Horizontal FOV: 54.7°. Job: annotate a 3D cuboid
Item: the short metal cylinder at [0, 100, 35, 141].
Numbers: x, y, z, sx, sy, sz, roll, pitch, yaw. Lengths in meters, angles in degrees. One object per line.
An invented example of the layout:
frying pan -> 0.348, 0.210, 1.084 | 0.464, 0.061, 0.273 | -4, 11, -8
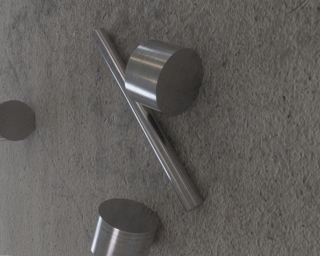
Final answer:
short metal cylinder -> -0.299, -0.013, 0.617 | 0.050, 0.081, 0.080 | -4, 88, 40

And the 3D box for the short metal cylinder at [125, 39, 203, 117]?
short metal cylinder -> 0.006, -0.059, 0.364 | 0.050, 0.081, 0.079 | 26, 107, 37

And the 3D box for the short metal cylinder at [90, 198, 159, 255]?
short metal cylinder -> -0.047, 0.135, 0.408 | 0.080, 0.081, 0.050 | 26, 107, 37

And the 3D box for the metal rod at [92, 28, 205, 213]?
metal rod -> -0.026, -0.026, 0.426 | 0.025, 0.025, 0.299 | -44, 64, 31
